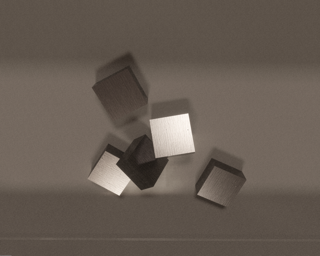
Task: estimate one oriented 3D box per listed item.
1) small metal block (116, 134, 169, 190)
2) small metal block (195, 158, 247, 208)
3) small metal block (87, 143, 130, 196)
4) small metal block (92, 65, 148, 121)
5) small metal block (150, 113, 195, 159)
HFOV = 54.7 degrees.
[{"bbox_3d":[-0.022,0.045,0.411,0.025,0.050,0.050,-26,112,43],"label":"small metal block"},{"bbox_3d":[0.086,0.078,0.441,0.050,0.025,0.050,24,108,-9],"label":"small metal block"},{"bbox_3d":[-0.064,0.058,0.432,0.050,0.025,0.050,31,107,-11],"label":"small metal block"},{"bbox_3d":[-0.050,-0.044,0.394,0.050,0.025,0.050,-26,108,9],"label":"small metal block"},{"bbox_3d":[0.016,0.012,0.404,0.050,0.025,0.050,-9,80,2],"label":"small metal block"}]
